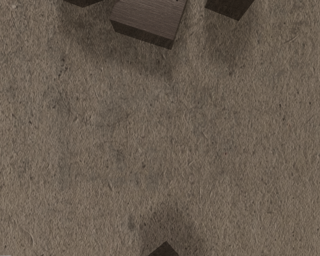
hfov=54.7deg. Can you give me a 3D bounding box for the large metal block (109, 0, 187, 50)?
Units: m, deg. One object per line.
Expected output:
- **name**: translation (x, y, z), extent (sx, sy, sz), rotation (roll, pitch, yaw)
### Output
- **large metal block**: translation (-0.010, -0.156, 0.397), extent (0.080, 0.050, 0.080), rotation (18, 90, -1)

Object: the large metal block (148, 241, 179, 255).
- **large metal block**: translation (0.015, 0.201, 0.383), extent (0.050, 0.080, 0.080), rotation (-40, 91, 0)

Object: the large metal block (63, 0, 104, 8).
- **large metal block**: translation (-0.090, -0.202, 0.376), extent (0.080, 0.050, 0.079), rotation (4, 90, 42)

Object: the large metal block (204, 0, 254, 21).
- **large metal block**: translation (0.099, -0.192, 0.384), extent (0.050, 0.080, 0.080), rotation (22, 90, -1)
